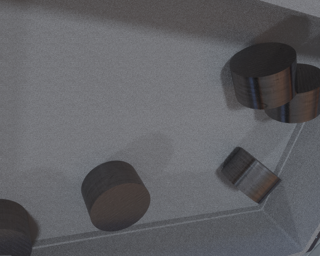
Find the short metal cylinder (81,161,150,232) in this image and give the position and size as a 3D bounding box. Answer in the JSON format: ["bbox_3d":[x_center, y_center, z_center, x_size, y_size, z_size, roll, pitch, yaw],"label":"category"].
[{"bbox_3d":[-0.060,0.091,0.416,0.081,0.050,0.079,-14,124,-21],"label":"short metal cylinder"}]

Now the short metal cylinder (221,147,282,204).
[{"bbox_3d":[0.147,0.076,0.500,0.080,0.080,0.050,33,100,-38],"label":"short metal cylinder"}]

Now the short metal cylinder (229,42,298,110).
[{"bbox_3d":[0.136,-0.069,0.404,0.080,0.080,0.050,-30,129,-9],"label":"short metal cylinder"}]

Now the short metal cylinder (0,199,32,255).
[{"bbox_3d":[-0.197,0.132,0.366,0.081,0.050,0.079,-14,124,-21],"label":"short metal cylinder"}]

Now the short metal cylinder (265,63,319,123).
[{"bbox_3d":[0.191,-0.051,0.446,0.080,0.080,0.050,-26,128,-12],"label":"short metal cylinder"}]
